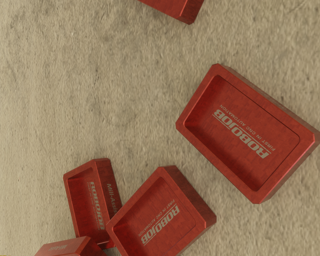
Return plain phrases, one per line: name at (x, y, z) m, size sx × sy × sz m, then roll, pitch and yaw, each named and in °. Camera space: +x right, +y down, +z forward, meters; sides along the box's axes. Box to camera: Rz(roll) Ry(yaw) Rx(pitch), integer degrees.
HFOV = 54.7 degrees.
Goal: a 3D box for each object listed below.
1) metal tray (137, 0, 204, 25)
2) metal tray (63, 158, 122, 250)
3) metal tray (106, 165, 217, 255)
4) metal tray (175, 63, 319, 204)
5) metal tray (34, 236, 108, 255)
metal tray at (0.006, -0.199, 0.395) m, size 0.130 × 0.030 × 0.089 m, roll 39°, pitch 113°, yaw 33°
metal tray at (-0.102, 0.121, 0.482) m, size 0.090 × 0.030 × 0.129 m, roll -27°, pitch 73°, yaw 36°
metal tray at (-0.004, 0.121, 0.392) m, size 0.129 × 0.030 × 0.090 m, roll -50°, pitch 64°, yaw 22°
metal tray at (0.086, 0.003, 0.329) m, size 0.130 × 0.030 × 0.089 m, roll 46°, pitch 117°, yaw 30°
metal tray at (-0.127, 0.214, 0.474) m, size 0.130 × 0.030 × 0.090 m, roll -24°, pitch 109°, yaw 37°
